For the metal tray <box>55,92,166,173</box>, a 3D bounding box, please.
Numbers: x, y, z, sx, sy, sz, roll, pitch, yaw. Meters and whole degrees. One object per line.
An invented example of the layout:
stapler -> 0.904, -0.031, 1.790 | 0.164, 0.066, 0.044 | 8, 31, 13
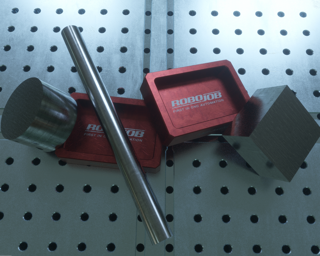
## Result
metal tray -> -0.060, 0.006, 0.406 | 0.131, 0.030, 0.090 | 6, 70, 2

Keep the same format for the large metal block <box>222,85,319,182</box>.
large metal block -> 0.138, 0.006, 0.378 | 0.080, 0.050, 0.080 | 45, 74, -18

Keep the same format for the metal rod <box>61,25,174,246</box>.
metal rod -> -0.060, -0.006, 0.381 | 0.025, 0.025, 0.299 | -24, 72, -8

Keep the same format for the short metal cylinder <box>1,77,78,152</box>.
short metal cylinder -> -0.149, -0.016, 0.384 | 0.080, 0.050, 0.080 | -16, 61, 31

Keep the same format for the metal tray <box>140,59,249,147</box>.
metal tray -> 0.050, -0.036, 0.402 | 0.131, 0.030, 0.090 | -14, 70, -23
